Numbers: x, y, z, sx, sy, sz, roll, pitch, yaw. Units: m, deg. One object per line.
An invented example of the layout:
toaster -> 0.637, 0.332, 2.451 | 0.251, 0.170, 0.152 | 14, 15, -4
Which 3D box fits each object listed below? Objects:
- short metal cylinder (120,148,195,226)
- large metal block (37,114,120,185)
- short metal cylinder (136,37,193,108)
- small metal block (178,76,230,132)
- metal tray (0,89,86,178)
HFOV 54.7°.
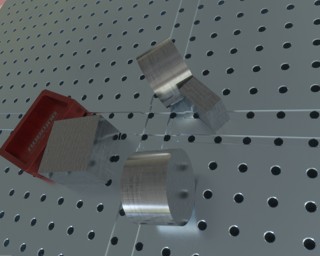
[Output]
short metal cylinder -> 0.001, 0.063, 0.334 | 0.050, 0.080, 0.080 | -6, 59, 25
large metal block -> -0.110, 0.032, 0.430 | 0.080, 0.050, 0.080 | -6, 59, 25
short metal cylinder -> 0.011, -0.073, 0.412 | 0.050, 0.080, 0.080 | -31, 52, 9
small metal block -> 0.055, -0.028, 0.379 | 0.025, 0.050, 0.050 | -42, 55, 0
metal tray -> -0.191, 0.005, 0.501 | 0.090, 0.030, 0.130 | 19, 72, 35
